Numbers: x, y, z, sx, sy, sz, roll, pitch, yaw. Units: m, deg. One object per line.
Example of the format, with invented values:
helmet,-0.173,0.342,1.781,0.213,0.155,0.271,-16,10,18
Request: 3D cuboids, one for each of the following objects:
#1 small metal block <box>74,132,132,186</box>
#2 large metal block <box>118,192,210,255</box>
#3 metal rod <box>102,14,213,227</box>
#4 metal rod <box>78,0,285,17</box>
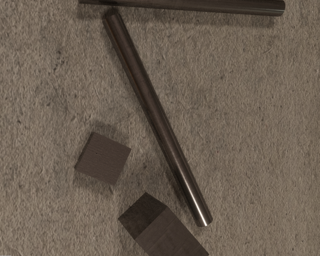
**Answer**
small metal block,-0.071,0.038,0.384,0.050,0.025,0.050,27,81,-19
large metal block,0.001,0.133,0.382,0.050,0.080,0.080,-42,104,-15
metal rod,0.001,-0.003,0.410,0.025,0.025,0.299,-28,99,-18
metal rod,0.044,-0.174,0.425,0.303,0.025,0.025,-4,92,-20
